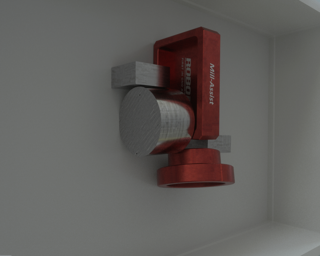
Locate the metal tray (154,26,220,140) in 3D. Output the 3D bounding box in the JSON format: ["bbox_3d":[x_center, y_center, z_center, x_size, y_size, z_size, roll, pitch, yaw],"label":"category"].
[{"bbox_3d":[0.031,-0.051,0.391,0.030,0.090,0.129,1,89,-41],"label":"metal tray"}]

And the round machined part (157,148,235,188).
[{"bbox_3d":[0.045,0.053,0.401,0.099,0.098,0.042,11,70,-40],"label":"round machined part"}]

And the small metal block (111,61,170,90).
[{"bbox_3d":[-0.024,-0.061,0.372,0.050,0.050,0.025,0,90,-40],"label":"small metal block"}]

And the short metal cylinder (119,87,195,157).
[{"bbox_3d":[-0.005,-0.008,0.368,0.050,0.080,0.079,-2,91,-40],"label":"short metal cylinder"}]

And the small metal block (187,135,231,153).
[{"bbox_3d":[0.067,0.022,0.449,0.050,0.050,0.025,3,88,-40],"label":"small metal block"}]
